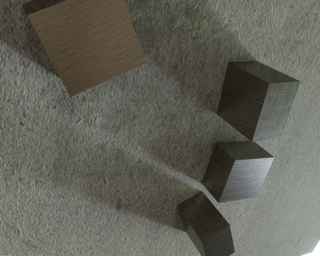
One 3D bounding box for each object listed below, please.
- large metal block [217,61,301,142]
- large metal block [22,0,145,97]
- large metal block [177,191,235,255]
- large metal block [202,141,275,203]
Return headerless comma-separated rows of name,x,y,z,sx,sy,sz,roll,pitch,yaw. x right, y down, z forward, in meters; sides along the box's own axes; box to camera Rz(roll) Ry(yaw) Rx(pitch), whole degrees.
large metal block,0.127,-0.039,0.417,0.050,0.080,0.079,-7,122,-25
large metal block,-0.071,-0.089,0.297,0.080,0.050,0.080,-27,128,-12
large metal block,0.076,0.168,0.517,0.050,0.080,0.080,-27,128,-12
large metal block,0.125,0.069,0.501,0.081,0.050,0.079,0,119,-28
